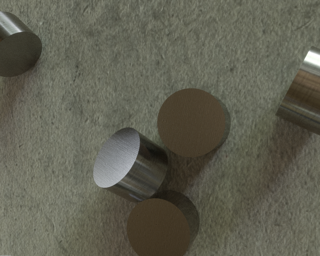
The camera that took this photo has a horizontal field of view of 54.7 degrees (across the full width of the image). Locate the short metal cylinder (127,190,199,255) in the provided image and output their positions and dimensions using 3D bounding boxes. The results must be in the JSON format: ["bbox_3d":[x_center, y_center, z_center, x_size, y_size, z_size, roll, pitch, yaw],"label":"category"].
[{"bbox_3d":[0.005,0.124,0.393,0.080,0.050,0.079,0,90,19],"label":"short metal cylinder"}]

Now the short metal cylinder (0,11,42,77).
[{"bbox_3d":[-0.225,-0.122,0.457,0.050,0.080,0.080,43,103,14],"label":"short metal cylinder"}]

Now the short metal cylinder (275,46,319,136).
[{"bbox_3d":[0.163,-0.038,0.323,0.050,0.080,0.080,28,99,17],"label":"short metal cylinder"}]

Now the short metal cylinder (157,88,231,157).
[{"bbox_3d":[0.043,-0.006,0.380,0.080,0.050,0.079,0,90,19],"label":"short metal cylinder"}]

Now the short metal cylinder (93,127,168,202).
[{"bbox_3d":[-0.037,0.046,0.387,0.080,0.050,0.080,-28,43,30],"label":"short metal cylinder"}]
